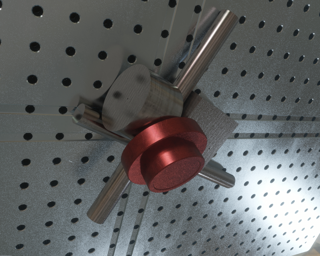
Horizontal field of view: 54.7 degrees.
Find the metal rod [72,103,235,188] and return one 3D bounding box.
[{"bbox_3d":[0.014,0.038,0.443,0.301,0.025,0.025,27,103,-38],"label":"metal rod"}]

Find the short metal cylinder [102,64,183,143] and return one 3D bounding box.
[{"bbox_3d":[-0.021,-0.024,0.350,0.050,0.080,0.080,28,103,-38],"label":"short metal cylinder"}]

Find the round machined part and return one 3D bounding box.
[{"bbox_3d":[0.010,0.036,0.345,0.099,0.042,0.098,-21,148,-14],"label":"round machined part"}]

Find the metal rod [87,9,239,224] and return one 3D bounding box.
[{"bbox_3d":[0.002,-0.012,0.381,0.025,0.025,0.299,32,93,-39],"label":"metal rod"}]

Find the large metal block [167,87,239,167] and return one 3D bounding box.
[{"bbox_3d":[0.044,-0.001,0.416,0.080,0.050,0.080,29,102,-38],"label":"large metal block"}]
